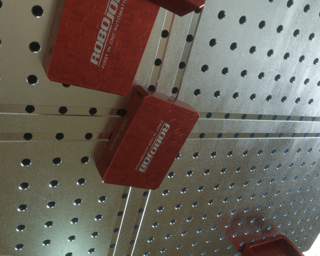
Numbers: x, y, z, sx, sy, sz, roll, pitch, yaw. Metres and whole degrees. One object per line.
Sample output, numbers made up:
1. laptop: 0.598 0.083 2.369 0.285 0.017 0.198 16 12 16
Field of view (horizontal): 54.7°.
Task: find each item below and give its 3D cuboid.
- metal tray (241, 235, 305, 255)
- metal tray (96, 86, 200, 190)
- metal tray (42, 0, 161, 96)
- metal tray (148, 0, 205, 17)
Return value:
1. metal tray: 0.262 0.295 0.698 0.131 0.090 0.030 -1 119 -28
2. metal tray: -0.016 0.018 0.412 0.091 0.030 0.129 17 110 -35
3. metal tray: -0.057 -0.104 0.314 0.091 0.030 0.129 9 114 -33
4. metal tray: -0.013 -0.167 0.270 0.131 0.030 0.090 14 83 -32
